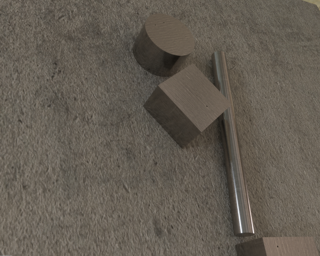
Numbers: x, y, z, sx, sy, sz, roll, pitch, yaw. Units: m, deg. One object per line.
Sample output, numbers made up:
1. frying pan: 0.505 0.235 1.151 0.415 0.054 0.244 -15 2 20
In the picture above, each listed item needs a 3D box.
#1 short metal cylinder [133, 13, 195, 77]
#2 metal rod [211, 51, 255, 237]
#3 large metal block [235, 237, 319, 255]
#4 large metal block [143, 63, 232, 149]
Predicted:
1. short metal cylinder: 0.005 -0.125 0.468 0.081 0.050 0.080 14 56 -21
2. metal rod: 0.103 0.003 0.459 0.025 0.025 0.299 13 56 -22
3. large metal block: 0.143 0.174 0.361 0.081 0.050 0.080 9 58 -24
4. large metal block: 0.038 -0.032 0.430 0.080 0.050 0.080 48 51 5
